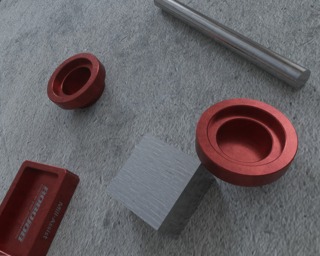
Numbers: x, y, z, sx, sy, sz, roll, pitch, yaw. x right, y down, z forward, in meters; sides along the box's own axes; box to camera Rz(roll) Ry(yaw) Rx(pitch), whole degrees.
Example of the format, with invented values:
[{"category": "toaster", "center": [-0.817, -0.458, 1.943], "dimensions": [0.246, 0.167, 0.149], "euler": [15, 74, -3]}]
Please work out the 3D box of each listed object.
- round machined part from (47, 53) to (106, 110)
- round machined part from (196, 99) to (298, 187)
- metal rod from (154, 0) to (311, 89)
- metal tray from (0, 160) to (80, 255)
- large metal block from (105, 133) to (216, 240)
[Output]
[{"category": "round machined part", "center": [-0.129, -0.070, 0.502], "dimensions": [0.098, 0.042, 0.098], "euler": [-13, 56, 20]}, {"category": "round machined part", "center": [0.086, 0.018, 0.321], "dimensions": [0.099, 0.042, 0.098], "euler": [-1, 51, 2]}, {"category": "metal rod", "center": [0.081, -0.139, 0.445], "dimensions": [0.025, 0.025, 0.300], "euler": [-43, 51, -1]}, {"category": "metal tray", "center": [-0.175, 0.114, 0.420], "dimensions": [0.090, 0.030, 0.130], "euler": [7, 65, 30]}, {"category": "large metal block", "center": [0.001, 0.064, 0.347], "dimensions": [0.080, 0.050, 0.080], "euler": [26, 76, 36]}]
